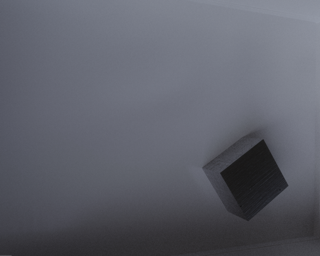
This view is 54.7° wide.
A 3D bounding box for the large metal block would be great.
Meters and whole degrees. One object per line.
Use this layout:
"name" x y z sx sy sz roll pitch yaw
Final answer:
"large metal block" 0.121 0.070 0.442 0.080 0.050 0.080 -34 101 -17
